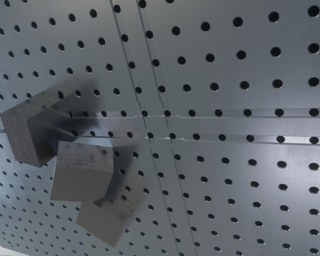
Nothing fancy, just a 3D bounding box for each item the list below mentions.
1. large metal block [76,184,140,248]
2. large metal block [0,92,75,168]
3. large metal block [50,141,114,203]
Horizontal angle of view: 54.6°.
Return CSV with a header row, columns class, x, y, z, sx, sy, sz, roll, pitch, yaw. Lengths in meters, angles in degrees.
class,x,y,z,sx,sy,sz,roll,pitch,yaw
large metal block,-0.091,0.147,0.535,0.080,0.050,0.079,30,128,9
large metal block,-0.182,0.001,0.473,0.050,0.080,0.080,11,123,23
large metal block,-0.121,0.070,0.480,0.081,0.050,0.079,9,131,-19
